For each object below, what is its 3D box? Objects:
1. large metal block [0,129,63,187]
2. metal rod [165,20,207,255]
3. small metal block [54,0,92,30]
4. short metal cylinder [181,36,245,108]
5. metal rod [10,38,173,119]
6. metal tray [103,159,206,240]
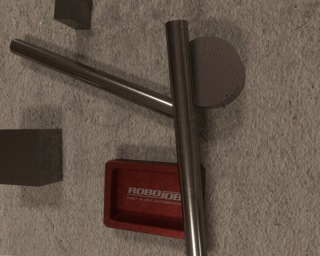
[{"bbox_3d":[-0.196,0.041,0.463,0.080,0.050,0.079,-1,90,19],"label":"large metal block"},{"bbox_3d":[0.032,0.033,0.351,0.025,0.025,0.298,-4,95,19],"label":"metal rod"},{"bbox_3d":[-0.121,-0.171,0.437,0.025,0.050,0.050,5,92,20],"label":"small metal block"},{"bbox_3d":[0.060,-0.064,0.374,0.080,0.050,0.079,0,90,19],"label":"short metal cylinder"},{"bbox_3d":[-0.094,-0.072,0.440,0.301,0.025,0.025,23,98,18],"label":"metal rod"},{"bbox_3d":[-0.009,0.090,0.408,0.130,0.030,0.089,2,91,19],"label":"metal tray"}]
